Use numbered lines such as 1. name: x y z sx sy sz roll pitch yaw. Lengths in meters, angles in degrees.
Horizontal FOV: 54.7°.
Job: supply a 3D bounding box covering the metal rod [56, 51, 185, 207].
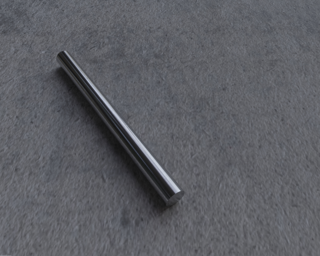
1. metal rod: -0.068 -0.018 0.416 0.025 0.025 0.300 -28 56 -22
